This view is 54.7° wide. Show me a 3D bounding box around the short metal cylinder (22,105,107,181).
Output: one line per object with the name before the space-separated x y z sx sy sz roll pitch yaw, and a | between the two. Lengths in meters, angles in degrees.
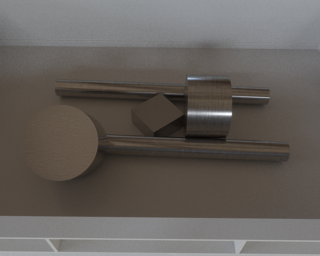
short metal cylinder | -0.104 0.018 0.348 0.081 0.050 0.080 0 84 1

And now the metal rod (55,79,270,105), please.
metal rod | 0.003 -0.052 0.446 0.302 0.025 0.025 3 50 1

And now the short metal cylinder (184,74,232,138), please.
short metal cylinder | 0.057 -0.027 0.391 0.050 0.080 0.080 1 50 1

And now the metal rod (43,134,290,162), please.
metal rod | 0.004 0.023 0.383 0.302 0.025 0.025 2 50 1

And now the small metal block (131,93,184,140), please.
small metal block | -0.003 -0.013 0.414 0.050 0.025 0.050 -31 57 -24
